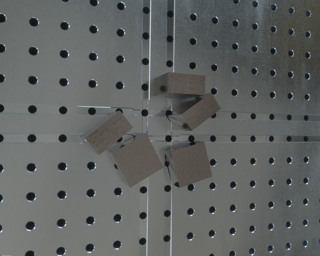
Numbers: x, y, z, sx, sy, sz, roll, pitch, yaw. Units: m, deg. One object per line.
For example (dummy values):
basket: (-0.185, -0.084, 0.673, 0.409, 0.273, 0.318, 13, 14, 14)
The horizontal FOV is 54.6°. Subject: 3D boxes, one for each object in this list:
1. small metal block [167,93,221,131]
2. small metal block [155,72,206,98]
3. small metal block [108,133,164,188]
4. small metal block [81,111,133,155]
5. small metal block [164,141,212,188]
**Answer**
small metal block: (0.044, -0.021, 0.415, 0.050, 0.050, 0.025, -36, 102, -16)
small metal block: (0.025, -0.055, 0.408, 0.050, 0.050, 0.025, 2, 90, -20)
small metal block: (-0.031, 0.041, 0.401, 0.050, 0.025, 0.050, -30, 100, -18)
small metal block: (-0.066, 0.005, 0.375, 0.050, 0.050, 0.025, -41, 103, -15)
small metal block: (0.039, 0.049, 0.427, 0.050, 0.025, 0.050, -15, 95, -19)
